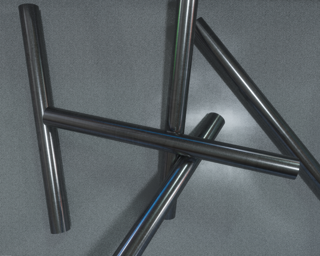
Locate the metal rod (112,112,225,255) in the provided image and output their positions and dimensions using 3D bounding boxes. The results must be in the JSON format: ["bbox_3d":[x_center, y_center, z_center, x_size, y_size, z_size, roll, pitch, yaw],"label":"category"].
[{"bbox_3d":[-0.005,0.094,0.345,0.025,0.025,0.301,37,63,0],"label":"metal rod"}]

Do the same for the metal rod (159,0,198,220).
[{"bbox_3d":[0.021,-0.029,0.382,0.025,0.025,0.298,5,102,0],"label":"metal rod"}]

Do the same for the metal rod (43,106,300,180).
[{"bbox_3d":[0.005,0.015,0.367,0.301,0.025,0.025,12,90,9],"label":"metal rod"}]

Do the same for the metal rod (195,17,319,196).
[{"bbox_3d":[0.140,-0.022,0.412,0.025,0.025,0.300,-39,90,0],"label":"metal rod"}]

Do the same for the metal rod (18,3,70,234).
[{"bbox_3d":[-0.152,-0.012,0.410,0.025,0.025,0.298,-8,90,0],"label":"metal rod"}]
